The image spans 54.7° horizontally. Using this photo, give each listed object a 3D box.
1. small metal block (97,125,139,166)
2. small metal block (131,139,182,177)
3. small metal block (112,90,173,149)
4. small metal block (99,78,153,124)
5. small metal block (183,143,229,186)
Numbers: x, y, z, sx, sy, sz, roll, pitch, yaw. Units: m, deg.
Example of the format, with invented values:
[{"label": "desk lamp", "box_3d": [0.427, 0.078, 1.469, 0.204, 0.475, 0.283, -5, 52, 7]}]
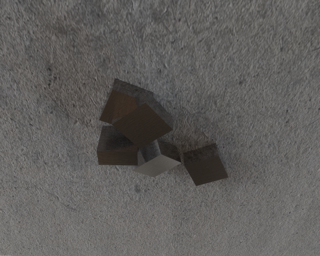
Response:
[{"label": "small metal block", "box_3d": [-0.053, 0.022, 0.409, 0.050, 0.050, 0.025, 1, 129, -1]}, {"label": "small metal block", "box_3d": [-0.007, 0.043, 0.433, 0.050, 0.025, 0.050, -31, 146, 23]}, {"label": "small metal block", "box_3d": [-0.020, -0.009, 0.367, 0.050, 0.025, 0.050, -31, 124, 23]}, {"label": "small metal block", "box_3d": [-0.042, -0.027, 0.384, 0.050, 0.025, 0.050, 19, 128, -16]}, {"label": "small metal block", "box_3d": [0.067, 0.055, 0.454, 0.050, 0.025, 0.050, -18, 128, 15]}]
